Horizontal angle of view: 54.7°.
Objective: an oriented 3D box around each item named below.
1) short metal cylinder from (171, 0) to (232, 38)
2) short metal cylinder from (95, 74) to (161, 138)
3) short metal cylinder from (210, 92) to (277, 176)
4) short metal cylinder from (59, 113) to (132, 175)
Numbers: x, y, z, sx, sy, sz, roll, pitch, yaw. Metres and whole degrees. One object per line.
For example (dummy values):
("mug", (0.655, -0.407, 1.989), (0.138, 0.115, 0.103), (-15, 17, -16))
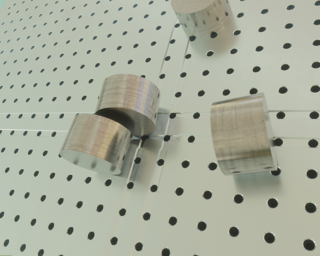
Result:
("short metal cylinder", (0.064, -0.185, 0.473), (0.080, 0.050, 0.080), (-13, 56, 21))
("short metal cylinder", (-0.042, -0.027, 0.412), (0.080, 0.080, 0.050), (-5, 60, 25))
("short metal cylinder", (0.088, 0.007, 0.322), (0.050, 0.080, 0.080), (-10, 57, 23))
("short metal cylinder", (-0.082, 0.023, 0.402), (0.080, 0.080, 0.050), (2, 63, 29))
